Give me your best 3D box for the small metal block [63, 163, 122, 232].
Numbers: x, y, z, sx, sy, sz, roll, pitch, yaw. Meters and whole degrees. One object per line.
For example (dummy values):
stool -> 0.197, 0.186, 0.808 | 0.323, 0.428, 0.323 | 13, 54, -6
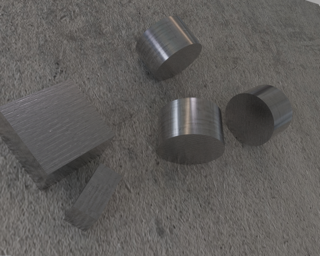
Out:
small metal block -> -0.067, 0.070, 0.309 | 0.025, 0.050, 0.050 | 33, 51, -7

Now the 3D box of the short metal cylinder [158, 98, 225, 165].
short metal cylinder -> 0.038, 0.006, 0.385 | 0.081, 0.080, 0.050 | 14, 56, -20

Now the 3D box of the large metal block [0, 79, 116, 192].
large metal block -> -0.109, 0.006, 0.325 | 0.081, 0.050, 0.080 | -33, 81, -38

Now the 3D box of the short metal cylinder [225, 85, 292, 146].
short metal cylinder -> 0.145, -0.019, 0.458 | 0.050, 0.080, 0.080 | -24, 75, -36

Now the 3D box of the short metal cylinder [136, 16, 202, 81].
short metal cylinder -> 0.013, -0.112, 0.444 | 0.081, 0.080, 0.050 | -25, 76, -37
